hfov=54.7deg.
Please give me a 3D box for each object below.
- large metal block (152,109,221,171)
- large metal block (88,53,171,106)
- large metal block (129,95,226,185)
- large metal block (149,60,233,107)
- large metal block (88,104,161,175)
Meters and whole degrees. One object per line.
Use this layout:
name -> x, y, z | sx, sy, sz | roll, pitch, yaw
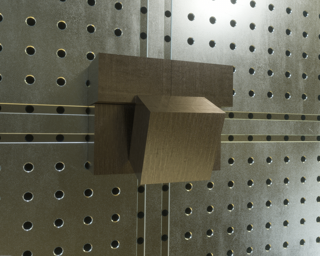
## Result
large metal block -> 0.032, 0.014, 0.410 | 0.081, 0.050, 0.079 | 1, 90, -21
large metal block -> -0.039, -0.052, 0.368 | 0.081, 0.080, 0.050 | 1, 90, -20
large metal block -> 0.015, 0.011, 0.335 | 0.081, 0.050, 0.079 | 0, 114, -21
large metal block -> 0.037, -0.051, 0.397 | 0.081, 0.080, 0.050 | 1, 90, -20
large metal block -> -0.044, 0.013, 0.382 | 0.081, 0.050, 0.079 | 1, 90, -21
